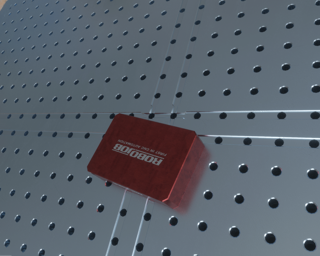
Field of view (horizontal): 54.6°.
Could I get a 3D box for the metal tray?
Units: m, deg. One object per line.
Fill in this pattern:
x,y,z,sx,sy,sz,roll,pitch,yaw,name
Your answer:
-0.021,0.036,0.395,0.130,0.030,0.090,14,69,34,metal tray
